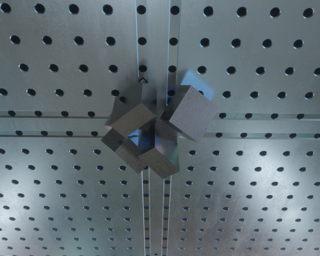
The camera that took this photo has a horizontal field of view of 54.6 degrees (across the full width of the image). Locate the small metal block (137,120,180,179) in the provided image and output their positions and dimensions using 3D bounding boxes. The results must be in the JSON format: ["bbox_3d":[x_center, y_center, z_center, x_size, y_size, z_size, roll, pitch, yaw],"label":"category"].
[{"bbox_3d":[-0.001,0.027,0.384,0.025,0.050,0.050,-30,125,22],"label":"small metal block"}]

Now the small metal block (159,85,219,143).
[{"bbox_3d":[0.036,-0.018,0.379,0.050,0.025,0.050,35,82,-26],"label":"small metal block"}]

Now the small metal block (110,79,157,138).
[{"bbox_3d":[-0.031,-0.024,0.374,0.050,0.050,0.025,-34,123,25],"label":"small metal block"}]

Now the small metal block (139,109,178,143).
[{"bbox_3d":[-0.003,0.002,0.413,0.050,0.025,0.050,-1,130,-1],"label":"small metal block"}]

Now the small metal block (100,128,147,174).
[{"bbox_3d":[-0.046,0.030,0.416,0.025,0.050,0.050,-48,123,-10],"label":"small metal block"}]
